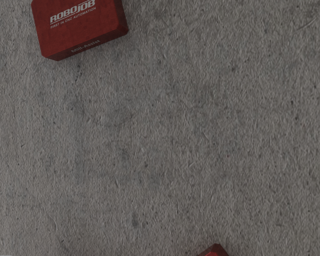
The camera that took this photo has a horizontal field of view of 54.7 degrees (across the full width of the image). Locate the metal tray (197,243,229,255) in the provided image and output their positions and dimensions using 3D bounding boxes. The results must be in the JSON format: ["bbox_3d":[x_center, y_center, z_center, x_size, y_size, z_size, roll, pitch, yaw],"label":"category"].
[{"bbox_3d":[0.049,0.220,0.389,0.130,0.030,0.090,-42,77,15],"label":"metal tray"}]

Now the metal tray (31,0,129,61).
[{"bbox_3d":[-0.118,-0.161,0.448,0.130,0.030,0.090,-15,85,19],"label":"metal tray"}]
